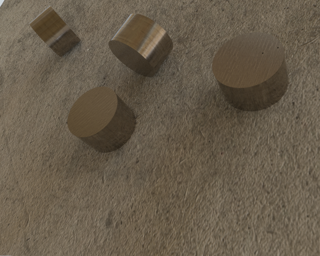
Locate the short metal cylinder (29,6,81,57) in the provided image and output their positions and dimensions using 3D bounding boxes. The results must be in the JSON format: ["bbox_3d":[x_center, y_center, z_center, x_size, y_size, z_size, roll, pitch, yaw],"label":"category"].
[{"bbox_3d":[-0.196,-0.181,0.583,0.050,0.080,0.080,-41,51,0],"label":"short metal cylinder"}]

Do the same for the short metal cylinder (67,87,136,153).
[{"bbox_3d":[-0.082,-0.011,0.438,0.080,0.050,0.080,-13,56,21],"label":"short metal cylinder"}]

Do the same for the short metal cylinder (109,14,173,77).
[{"bbox_3d":[-0.028,-0.120,0.457,0.080,0.080,0.050,24,75,36],"label":"short metal cylinder"}]

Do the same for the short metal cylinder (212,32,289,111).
[{"bbox_3d":[0.109,-0.067,0.372,0.080,0.050,0.080,-13,56,21],"label":"short metal cylinder"}]
